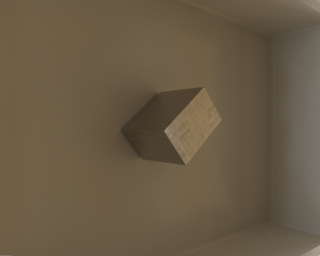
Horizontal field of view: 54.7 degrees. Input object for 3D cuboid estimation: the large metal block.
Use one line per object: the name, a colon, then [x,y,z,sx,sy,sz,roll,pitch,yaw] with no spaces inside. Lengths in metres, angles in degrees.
large metal block: [0.014,-0.004,0.381,0.080,0.080,0.050,-47,119,-30]
